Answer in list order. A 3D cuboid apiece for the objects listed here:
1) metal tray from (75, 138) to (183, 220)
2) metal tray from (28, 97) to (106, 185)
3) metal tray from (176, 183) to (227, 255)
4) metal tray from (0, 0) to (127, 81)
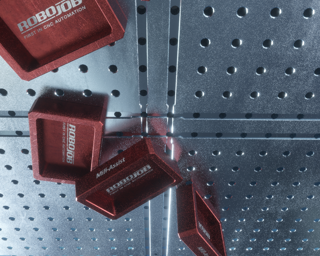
[{"bbox_3d":[-0.044,0.077,0.448,0.130,0.030,0.090,-32,134,11],"label":"metal tray"},{"bbox_3d":[-0.127,0.025,0.427,0.091,0.030,0.129,9,130,-8],"label":"metal tray"},{"bbox_3d":[0.070,0.164,0.508,0.030,0.090,0.130,-23,127,18],"label":"metal tray"},{"bbox_3d":[-0.111,-0.111,0.312,0.130,0.030,0.090,-20,128,16],"label":"metal tray"}]
